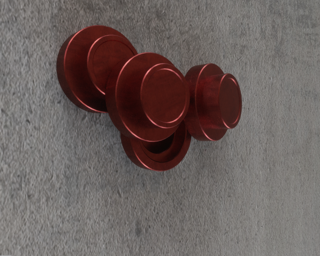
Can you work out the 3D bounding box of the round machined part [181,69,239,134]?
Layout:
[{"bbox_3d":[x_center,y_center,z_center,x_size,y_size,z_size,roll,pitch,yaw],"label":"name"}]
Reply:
[{"bbox_3d":[0.081,-0.040,0.465,0.099,0.042,0.097,0,90,-40],"label":"round machined part"}]

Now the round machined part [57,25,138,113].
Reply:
[{"bbox_3d":[-0.059,-0.066,0.346,0.099,0.042,0.097,0,90,-40],"label":"round machined part"}]

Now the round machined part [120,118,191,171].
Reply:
[{"bbox_3d":[-0.009,0.004,0.389,0.099,0.042,0.097,0,90,-40],"label":"round machined part"}]

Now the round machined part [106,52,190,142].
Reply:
[{"bbox_3d":[-0.006,-0.034,0.337,0.099,0.042,0.097,0,90,-40],"label":"round machined part"}]

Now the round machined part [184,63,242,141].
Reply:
[{"bbox_3d":[0.070,-0.032,0.388,0.099,0.042,0.097,3,87,-53],"label":"round machined part"}]
